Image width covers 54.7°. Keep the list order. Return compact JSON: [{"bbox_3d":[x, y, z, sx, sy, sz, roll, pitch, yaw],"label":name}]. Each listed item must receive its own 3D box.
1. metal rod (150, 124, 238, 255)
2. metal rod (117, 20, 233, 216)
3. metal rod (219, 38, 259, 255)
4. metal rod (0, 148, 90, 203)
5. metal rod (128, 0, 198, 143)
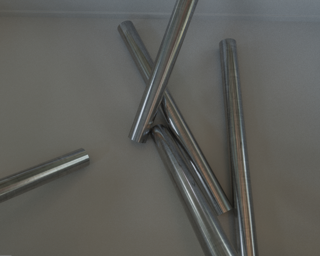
[{"bbox_3d":[0.040,0.086,0.292,0.025,0.025,0.300,-18,37,-7],"label":"metal rod"},{"bbox_3d":[0.012,-0.025,0.418,0.025,0.025,0.299,-24,72,-9],"label":"metal rod"},{"bbox_3d":[0.100,0.016,0.405,0.025,0.025,0.299,0,70,-1],"label":"metal rod"},{"bbox_3d":[-0.208,0.082,0.305,0.302,0.025,0.025,-22,69,-38],"label":"metal rod"},{"bbox_3d":[0.021,-0.122,0.380,0.025,0.025,0.298,22,100,7],"label":"metal rod"}]
